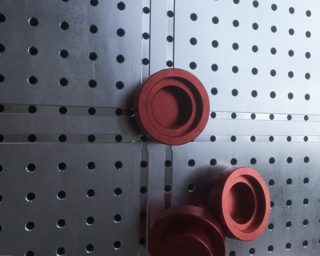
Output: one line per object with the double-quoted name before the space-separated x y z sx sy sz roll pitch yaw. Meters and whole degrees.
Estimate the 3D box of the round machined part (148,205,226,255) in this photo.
"round machined part" 0.033 0.151 0.390 0.098 0.042 0.097 3 108 10

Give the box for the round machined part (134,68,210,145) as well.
"round machined part" 0.013 -0.027 0.408 0.099 0.042 0.097 0 90 -20

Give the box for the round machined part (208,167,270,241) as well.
"round machined part" 0.106 0.104 0.433 0.099 0.042 0.098 8 76 -34
